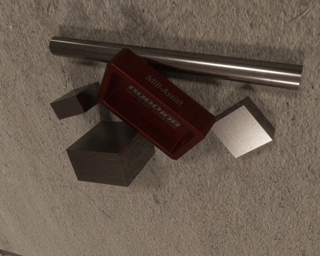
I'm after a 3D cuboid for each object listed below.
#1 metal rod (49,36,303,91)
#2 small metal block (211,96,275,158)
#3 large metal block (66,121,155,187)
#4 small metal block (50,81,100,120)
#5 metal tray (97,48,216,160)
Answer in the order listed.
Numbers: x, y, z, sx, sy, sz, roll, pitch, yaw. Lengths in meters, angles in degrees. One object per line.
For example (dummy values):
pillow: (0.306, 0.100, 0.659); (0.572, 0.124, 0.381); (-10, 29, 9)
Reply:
metal rod: (0.000, -0.079, 0.356); (0.301, 0.025, 0.025); (12, 124, 21)
small metal block: (0.094, 0.000, 0.356); (0.050, 0.025, 0.050); (49, 128, -7)
large metal block: (-0.064, 0.032, 0.423); (0.080, 0.080, 0.050); (2, 119, 27)
small metal block: (-0.111, -0.038, 0.424); (0.050, 0.050, 0.025); (-11, 113, 32)
metal tray: (-0.009, -0.023, 0.370); (0.130, 0.030, 0.090); (38, 150, -1)
